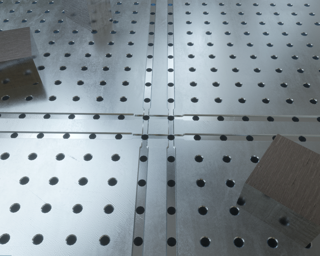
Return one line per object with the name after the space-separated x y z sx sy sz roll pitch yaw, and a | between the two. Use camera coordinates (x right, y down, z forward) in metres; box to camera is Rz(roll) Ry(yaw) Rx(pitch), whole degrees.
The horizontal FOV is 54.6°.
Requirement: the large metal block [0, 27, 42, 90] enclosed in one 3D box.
-0.234 -0.107 0.481 0.081 0.050 0.080 -13 51 -11 | large metal block

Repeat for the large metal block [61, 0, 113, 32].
-0.138 -0.237 0.570 0.080 0.080 0.050 34 58 25 | large metal block

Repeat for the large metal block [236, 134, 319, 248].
0.142 0.065 0.338 0.080 0.050 0.080 30 56 23 | large metal block
